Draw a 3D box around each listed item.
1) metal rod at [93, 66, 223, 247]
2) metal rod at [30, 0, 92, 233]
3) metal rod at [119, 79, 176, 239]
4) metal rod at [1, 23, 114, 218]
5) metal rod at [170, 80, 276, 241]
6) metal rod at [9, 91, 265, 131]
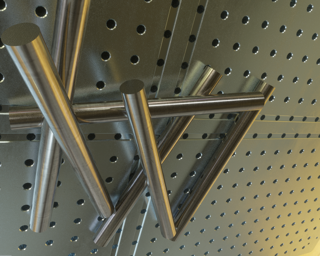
[{"bbox_3d":[-0.009,0.047,0.434,0.025,0.025,0.299,24,105,-37],"label":"metal rod"},{"bbox_3d":[-0.111,0.010,0.321,0.025,0.025,0.298,0,129,-29],"label":"metal rod"},{"bbox_3d":[-0.007,0.065,0.411,0.025,0.025,0.299,-24,135,-13],"label":"metal rod"},{"bbox_3d":[-0.084,0.028,0.322,0.025,0.025,0.299,-24,146,-14],"label":"metal rod"},{"bbox_3d":[0.089,0.061,0.496,0.025,0.025,0.299,18,109,-35],"label":"metal rod"},{"bbox_3d":[-0.011,-0.023,0.367,0.302,0.025,0.025,-5,121,-18],"label":"metal rod"}]
